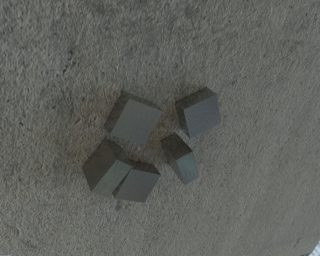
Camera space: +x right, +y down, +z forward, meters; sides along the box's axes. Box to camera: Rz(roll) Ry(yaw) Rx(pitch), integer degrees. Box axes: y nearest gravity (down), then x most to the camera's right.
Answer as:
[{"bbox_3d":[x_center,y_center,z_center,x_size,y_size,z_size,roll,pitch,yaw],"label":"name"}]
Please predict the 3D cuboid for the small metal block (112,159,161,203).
[{"bbox_3d":[-0.035,0.074,0.434,0.050,0.025,0.050,18,109,-35],"label":"small metal block"}]

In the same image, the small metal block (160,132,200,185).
[{"bbox_3d":[0.028,0.042,0.432,0.025,0.050,0.050,-27,128,-11],"label":"small metal block"}]

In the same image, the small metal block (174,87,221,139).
[{"bbox_3d":[0.052,-0.021,0.423,0.050,0.025,0.050,-26,128,-12],"label":"small metal block"}]

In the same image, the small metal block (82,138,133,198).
[{"bbox_3d":[-0.067,0.048,0.384,0.025,0.050,0.050,32,100,-38],"label":"small metal block"}]

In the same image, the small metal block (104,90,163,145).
[{"bbox_3d":[-0.033,-0.012,0.381,0.050,0.025,0.050,19,108,-36],"label":"small metal block"}]
